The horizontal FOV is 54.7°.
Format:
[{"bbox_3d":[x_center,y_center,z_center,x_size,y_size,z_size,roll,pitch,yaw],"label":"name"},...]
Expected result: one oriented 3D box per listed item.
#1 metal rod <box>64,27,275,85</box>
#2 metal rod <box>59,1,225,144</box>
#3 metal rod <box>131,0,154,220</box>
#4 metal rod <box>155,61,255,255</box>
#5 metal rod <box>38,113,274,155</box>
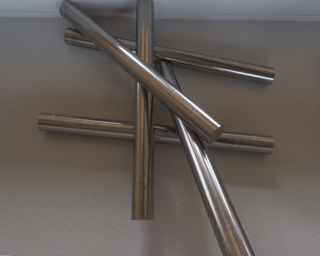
[{"bbox_3d":[0.011,-0.104,0.447,0.302,0.025,0.025,12,71,4],"label":"metal rod"},{"bbox_3d":[-0.039,-0.084,0.389,0.025,0.025,0.300,-40,62,-13],"label":"metal rod"},{"bbox_3d":[-0.020,-0.038,0.395,0.025,0.025,0.299,0,70,0],"label":"metal rod"},{"bbox_3d":[0.038,0.020,0.340,0.025,0.025,0.300,-13,47,-5],"label":"metal rod"},{"bbox_3d":[-0.006,0.007,0.406,0.302,0.025,0.025,6,70,2],"label":"metal rod"}]
